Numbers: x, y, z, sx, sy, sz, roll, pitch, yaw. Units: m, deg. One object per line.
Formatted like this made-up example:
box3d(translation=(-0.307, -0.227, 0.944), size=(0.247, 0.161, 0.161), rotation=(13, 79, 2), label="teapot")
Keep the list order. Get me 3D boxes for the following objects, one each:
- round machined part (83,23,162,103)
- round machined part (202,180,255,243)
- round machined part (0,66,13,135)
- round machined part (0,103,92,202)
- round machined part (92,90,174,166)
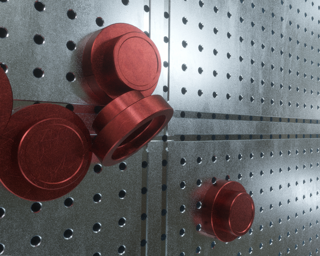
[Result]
box3d(translation=(-0.037, -0.076, 0.368), size=(0.099, 0.042, 0.097), rotation=(0, 90, -40), label="round machined part")
box3d(translation=(0.116, 0.135, 0.499), size=(0.099, 0.042, 0.097), rotation=(0, 90, -40), label="round machined part")
box3d(translation=(-0.177, -0.023, 0.250), size=(0.099, 0.042, 0.097), rotation=(0, 90, -40), label="round machined part")
box3d(translation=(-0.111, 0.024, 0.307), size=(0.099, 0.042, 0.097), rotation=(0, 90, -40), label="round machined part")
box3d(translation=(-0.036, -0.004, 0.346), size=(0.099, 0.097, 0.042), rotation=(-31, 74, -36), label="round machined part")
